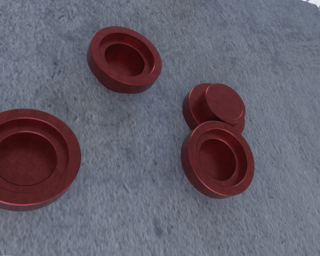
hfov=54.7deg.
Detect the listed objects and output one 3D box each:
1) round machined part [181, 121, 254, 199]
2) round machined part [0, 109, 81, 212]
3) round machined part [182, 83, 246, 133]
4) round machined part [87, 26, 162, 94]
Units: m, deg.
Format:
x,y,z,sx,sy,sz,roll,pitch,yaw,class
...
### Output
x,y,z,sx,sy,sz,roll,pitch,yaw,class
0.070,0.043,0.402,0.099,0.042,0.098,11,63,-23,round machined part
-0.131,0.033,0.302,0.099,0.042,0.098,14,56,-21,round machined part
0.086,-0.027,0.458,0.099,0.042,0.098,14,56,-21,round machined part
-0.050,-0.086,0.420,0.099,0.042,0.098,14,56,-21,round machined part
